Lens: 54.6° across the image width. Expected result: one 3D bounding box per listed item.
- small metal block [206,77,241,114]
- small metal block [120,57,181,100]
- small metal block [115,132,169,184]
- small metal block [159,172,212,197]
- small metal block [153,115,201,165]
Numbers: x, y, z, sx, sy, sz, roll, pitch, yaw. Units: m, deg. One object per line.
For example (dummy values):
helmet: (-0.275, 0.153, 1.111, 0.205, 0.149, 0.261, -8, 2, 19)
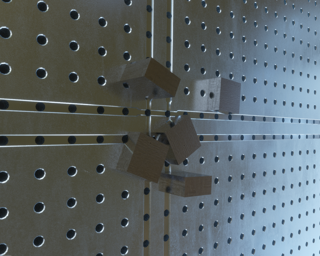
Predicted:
small metal block: (0.102, -0.050, 0.493, 0.050, 0.025, 0.050, 7, 86, -40)
small metal block: (-0.012, -0.059, 0.382, 0.050, 0.050, 0.025, 30, 71, -36)
small metal block: (-0.021, 0.037, 0.391, 0.050, 0.025, 0.050, 29, 72, -36)
small metal block: (0.034, 0.075, 0.421, 0.050, 0.050, 0.025, 5, 87, -40)
small metal block: (0.025, 0.016, 0.429, 0.050, 0.025, 0.050, -36, 112, -34)
